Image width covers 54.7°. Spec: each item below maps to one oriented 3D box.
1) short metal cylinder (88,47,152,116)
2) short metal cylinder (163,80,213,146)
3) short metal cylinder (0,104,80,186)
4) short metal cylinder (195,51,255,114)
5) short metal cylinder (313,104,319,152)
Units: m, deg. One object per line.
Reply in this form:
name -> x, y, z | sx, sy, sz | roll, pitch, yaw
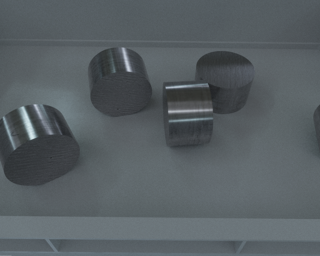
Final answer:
short metal cylinder -> -0.055, -0.061, 0.420 | 0.081, 0.080, 0.050 | -9, 51, -8
short metal cylinder -> 0.032, -0.018, 0.385 | 0.050, 0.080, 0.080 | -4, 50, -3
short metal cylinder -> -0.139, 0.020, 0.351 | 0.081, 0.080, 0.050 | -24, 55, -19
short metal cylinder -> 0.090, -0.066, 0.446 | 0.081, 0.050, 0.080 | 0, 50, 0
short metal cylinder -> 0.232, 0.002, 0.371 | 0.080, 0.080, 0.050 | 8, 51, 6
